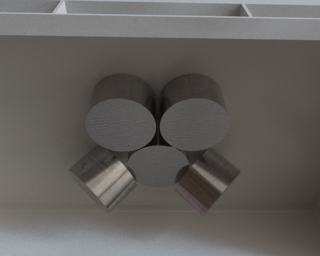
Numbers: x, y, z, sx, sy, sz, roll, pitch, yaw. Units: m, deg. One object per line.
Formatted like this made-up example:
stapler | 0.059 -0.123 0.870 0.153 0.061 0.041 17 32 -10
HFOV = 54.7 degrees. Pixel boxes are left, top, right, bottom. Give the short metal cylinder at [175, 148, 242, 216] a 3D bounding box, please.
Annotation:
short metal cylinder | 0.066 0.074 0.427 0.050 0.081 0.079 40 129 18

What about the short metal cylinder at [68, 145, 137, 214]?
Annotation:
short metal cylinder | -0.078 0.069 0.421 0.050 0.080 0.080 -44 132 -22

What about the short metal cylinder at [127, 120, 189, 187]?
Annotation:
short metal cylinder | -0.002 0.035 0.418 0.081 0.050 0.079 0 130 0

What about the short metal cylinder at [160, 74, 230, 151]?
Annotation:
short metal cylinder | 0.040 -0.018 0.376 0.081 0.050 0.079 0 130 0

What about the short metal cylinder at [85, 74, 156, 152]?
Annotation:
short metal cylinder | -0.045 -0.017 0.374 0.081 0.050 0.079 0 130 0
